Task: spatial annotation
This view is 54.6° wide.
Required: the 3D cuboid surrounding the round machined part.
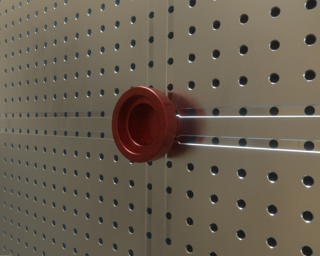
[{"bbox_3d":[-0.016,-0.004,0.412,0.098,0.042,0.097,0,90,40],"label":"round machined part"}]
